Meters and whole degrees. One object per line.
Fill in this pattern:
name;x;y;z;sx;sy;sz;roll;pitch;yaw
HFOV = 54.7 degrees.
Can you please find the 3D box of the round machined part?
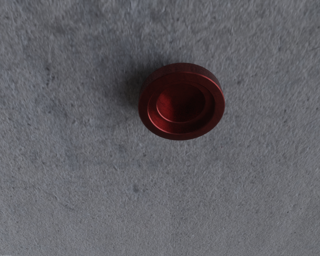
round machined part;0.024;-0.034;0.367;0.099;0.042;0.097;-1;130;0
